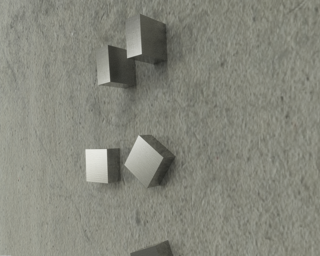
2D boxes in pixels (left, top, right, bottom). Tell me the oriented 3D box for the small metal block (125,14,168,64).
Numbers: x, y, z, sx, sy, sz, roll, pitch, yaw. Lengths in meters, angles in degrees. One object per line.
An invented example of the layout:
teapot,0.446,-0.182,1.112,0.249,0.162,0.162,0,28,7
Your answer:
small metal block,-0.017,-0.113,0.401,0.025,0.050,0.050,-5,87,40

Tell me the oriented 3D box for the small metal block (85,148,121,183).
small metal block,-0.088,0.057,0.475,0.050,0.025,0.050,-4,88,39

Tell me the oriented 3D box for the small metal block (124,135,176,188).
small metal block,-0.014,0.044,0.415,0.050,0.025,0.050,40,114,32

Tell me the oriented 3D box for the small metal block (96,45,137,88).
small metal block,-0.061,-0.085,0.437,0.025,0.050,0.050,-7,86,39

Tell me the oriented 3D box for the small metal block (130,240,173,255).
small metal block,-0.007,0.182,0.409,0.050,0.025,0.050,-32,71,35
